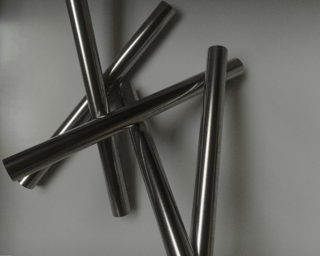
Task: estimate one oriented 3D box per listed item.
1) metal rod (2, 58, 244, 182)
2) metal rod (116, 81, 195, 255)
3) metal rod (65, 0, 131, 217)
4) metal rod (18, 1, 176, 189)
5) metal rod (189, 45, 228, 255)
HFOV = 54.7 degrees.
[{"bbox_3d":[-0.023,-0.020,0.359,0.302,0.025,0.025,-26,90,-21],"label":"metal rod"},{"bbox_3d":[-0.002,0.064,0.333,0.025,0.025,0.299,-21,57,0],"label":"metal rod"},{"bbox_3d":[-0.077,-0.032,0.386,0.025,0.025,0.298,-10,100,0],"label":"metal rod"},{"bbox_3d":[-0.083,-0.043,0.410,0.025,0.025,0.300,39,90,-1],"label":"metal rod"},{"bbox_3d":[0.051,0.047,0.335,0.025,0.025,0.299,8,73,-1],"label":"metal rod"}]
